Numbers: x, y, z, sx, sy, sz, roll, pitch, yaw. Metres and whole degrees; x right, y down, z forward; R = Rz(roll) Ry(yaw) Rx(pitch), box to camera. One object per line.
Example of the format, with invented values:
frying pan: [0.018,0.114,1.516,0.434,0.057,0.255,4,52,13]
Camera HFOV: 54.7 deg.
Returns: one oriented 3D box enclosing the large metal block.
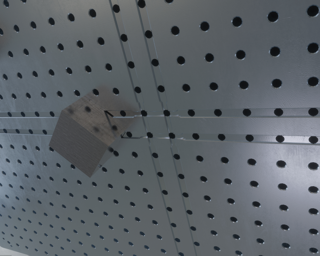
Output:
large metal block: [-0.108,0.014,0.461,0.080,0.050,0.080,37,129,3]
